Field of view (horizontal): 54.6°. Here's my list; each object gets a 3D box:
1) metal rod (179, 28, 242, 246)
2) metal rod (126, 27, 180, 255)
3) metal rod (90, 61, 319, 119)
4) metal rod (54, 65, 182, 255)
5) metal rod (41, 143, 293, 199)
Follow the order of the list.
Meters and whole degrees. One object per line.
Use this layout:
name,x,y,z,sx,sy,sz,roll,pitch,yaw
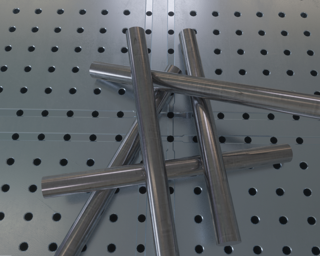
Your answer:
metal rod,0.055,-0.012,0.387,0.025,0.025,0.299,-5,59,-2
metal rod,-0.010,0.017,0.355,0.025,0.025,0.299,-8,72,-3
metal rod,0.041,-0.052,0.383,0.300,0.025,0.025,13,70,24
metal rod,-0.049,0.042,0.395,0.025,0.025,0.300,26,72,9
metal rod,0.017,0.050,0.375,0.302,0.025,0.025,-7,70,-10
